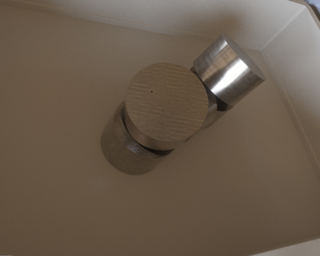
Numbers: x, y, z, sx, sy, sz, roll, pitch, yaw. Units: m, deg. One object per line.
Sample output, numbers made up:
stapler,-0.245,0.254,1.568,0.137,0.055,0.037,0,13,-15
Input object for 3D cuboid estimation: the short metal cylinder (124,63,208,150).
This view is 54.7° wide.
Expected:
short metal cylinder,0.004,-0.020,0.321,0.081,0.050,0.080,2,75,-8

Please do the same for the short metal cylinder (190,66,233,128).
short metal cylinder,0.063,-0.046,0.451,0.081,0.050,0.080,14,56,-21

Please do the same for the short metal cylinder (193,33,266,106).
short metal cylinder,0.089,-0.075,0.400,0.080,0.050,0.080,35,29,-23

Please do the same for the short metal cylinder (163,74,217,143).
short metal cylinder,0.026,-0.026,0.400,0.050,0.080,0.080,-34,81,-38

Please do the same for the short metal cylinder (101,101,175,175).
short metal cylinder,-0.024,0.009,0.370,0.081,0.050,0.080,14,56,-21
